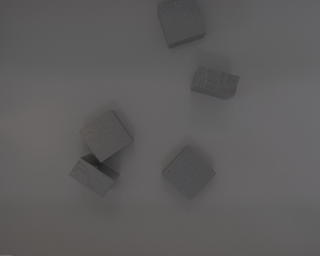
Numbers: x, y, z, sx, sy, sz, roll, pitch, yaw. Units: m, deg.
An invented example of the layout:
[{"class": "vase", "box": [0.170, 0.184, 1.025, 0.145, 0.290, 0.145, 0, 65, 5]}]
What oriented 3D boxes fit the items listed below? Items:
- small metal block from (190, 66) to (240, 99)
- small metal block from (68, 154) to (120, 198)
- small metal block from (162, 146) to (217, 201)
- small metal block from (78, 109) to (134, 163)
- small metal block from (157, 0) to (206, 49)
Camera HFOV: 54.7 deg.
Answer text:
[{"class": "small metal block", "box": [0.069, -0.057, 0.399, 0.050, 0.050, 0.025, 15, 90, 0]}, {"class": "small metal block", "box": [-0.082, 0.060, 0.398, 0.050, 0.050, 0.025, 34, 90, 0]}, {"class": "small metal block", "box": [0.038, 0.059, 0.412, 0.050, 0.025, 0.050, 43, 90, 0]}, {"class": "small metal block", "box": [-0.070, 0.010, 0.411, 0.050, 0.025, 0.050, -35, 90, 0]}, {"class": "small metal block", "box": [0.028, -0.140, 0.411, 0.050, 0.025, 0.050, -18, 90, 0]}]
